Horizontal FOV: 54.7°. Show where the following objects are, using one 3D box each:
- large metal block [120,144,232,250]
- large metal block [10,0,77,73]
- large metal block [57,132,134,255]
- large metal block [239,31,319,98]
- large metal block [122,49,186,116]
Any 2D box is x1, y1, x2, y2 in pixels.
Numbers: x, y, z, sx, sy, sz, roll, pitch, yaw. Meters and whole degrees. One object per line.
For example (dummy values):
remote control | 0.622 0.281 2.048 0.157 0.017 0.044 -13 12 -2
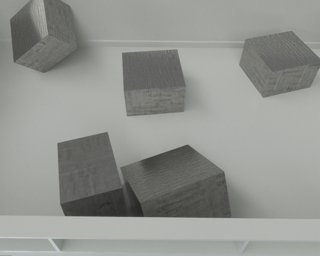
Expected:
large metal block | 0.013 0.064 0.313 0.081 0.050 0.080 -18 20 -15
large metal block | -0.177 -0.143 0.468 0.080 0.050 0.080 -26 67 28
large metal block | -0.064 0.064 0.305 0.050 0.079 0.080 -13 38 -11
large metal block | 0.180 -0.099 0.473 0.081 0.050 0.080 -13 51 -11
large metal block | -0.011 -0.066 0.444 0.081 0.050 0.080 -5 50 -4
